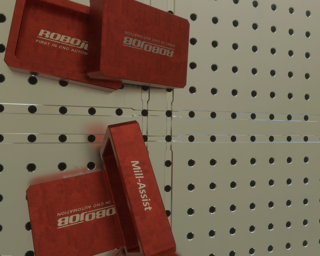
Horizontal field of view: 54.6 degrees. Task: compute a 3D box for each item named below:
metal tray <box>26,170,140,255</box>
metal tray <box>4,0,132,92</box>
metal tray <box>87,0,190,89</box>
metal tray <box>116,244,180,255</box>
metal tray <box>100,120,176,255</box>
[{"bbox_3d":[-0.080,0.101,0.364,0.131,0.030,0.090,-10,72,-20],"label":"metal tray"},{"bbox_3d":[-0.105,-0.101,0.370,0.131,0.030,0.090,11,86,-20],"label":"metal tray"},{"bbox_3d":[-0.021,-0.099,0.375,0.131,0.030,0.090,1,93,-42],"label":"metal tray"},{"bbox_3d":[-0.030,0.208,0.399,0.090,0.030,0.130,42,77,-15],"label":"metal tray"},{"bbox_3d":[-0.029,0.068,0.324,0.030,0.090,0.130,-12,72,-21],"label":"metal tray"}]
